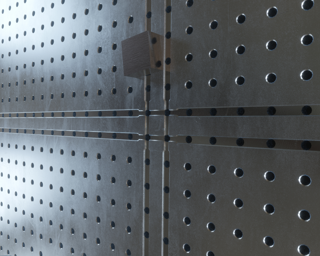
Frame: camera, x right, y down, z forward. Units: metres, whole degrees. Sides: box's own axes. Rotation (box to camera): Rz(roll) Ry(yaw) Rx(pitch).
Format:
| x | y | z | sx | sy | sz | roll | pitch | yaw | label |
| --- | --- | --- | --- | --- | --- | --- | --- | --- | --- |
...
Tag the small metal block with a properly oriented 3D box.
| x | y | z | sx | sy | sz | roll | pitch | yaw | label |
| --- | --- | --- | --- | --- | --- | --- | --- | --- | --- |
| -0.025 | -0.100 | 0.428 | 0.050 | 0.025 | 0.050 | -8 | 85 | 39 | small metal block |
